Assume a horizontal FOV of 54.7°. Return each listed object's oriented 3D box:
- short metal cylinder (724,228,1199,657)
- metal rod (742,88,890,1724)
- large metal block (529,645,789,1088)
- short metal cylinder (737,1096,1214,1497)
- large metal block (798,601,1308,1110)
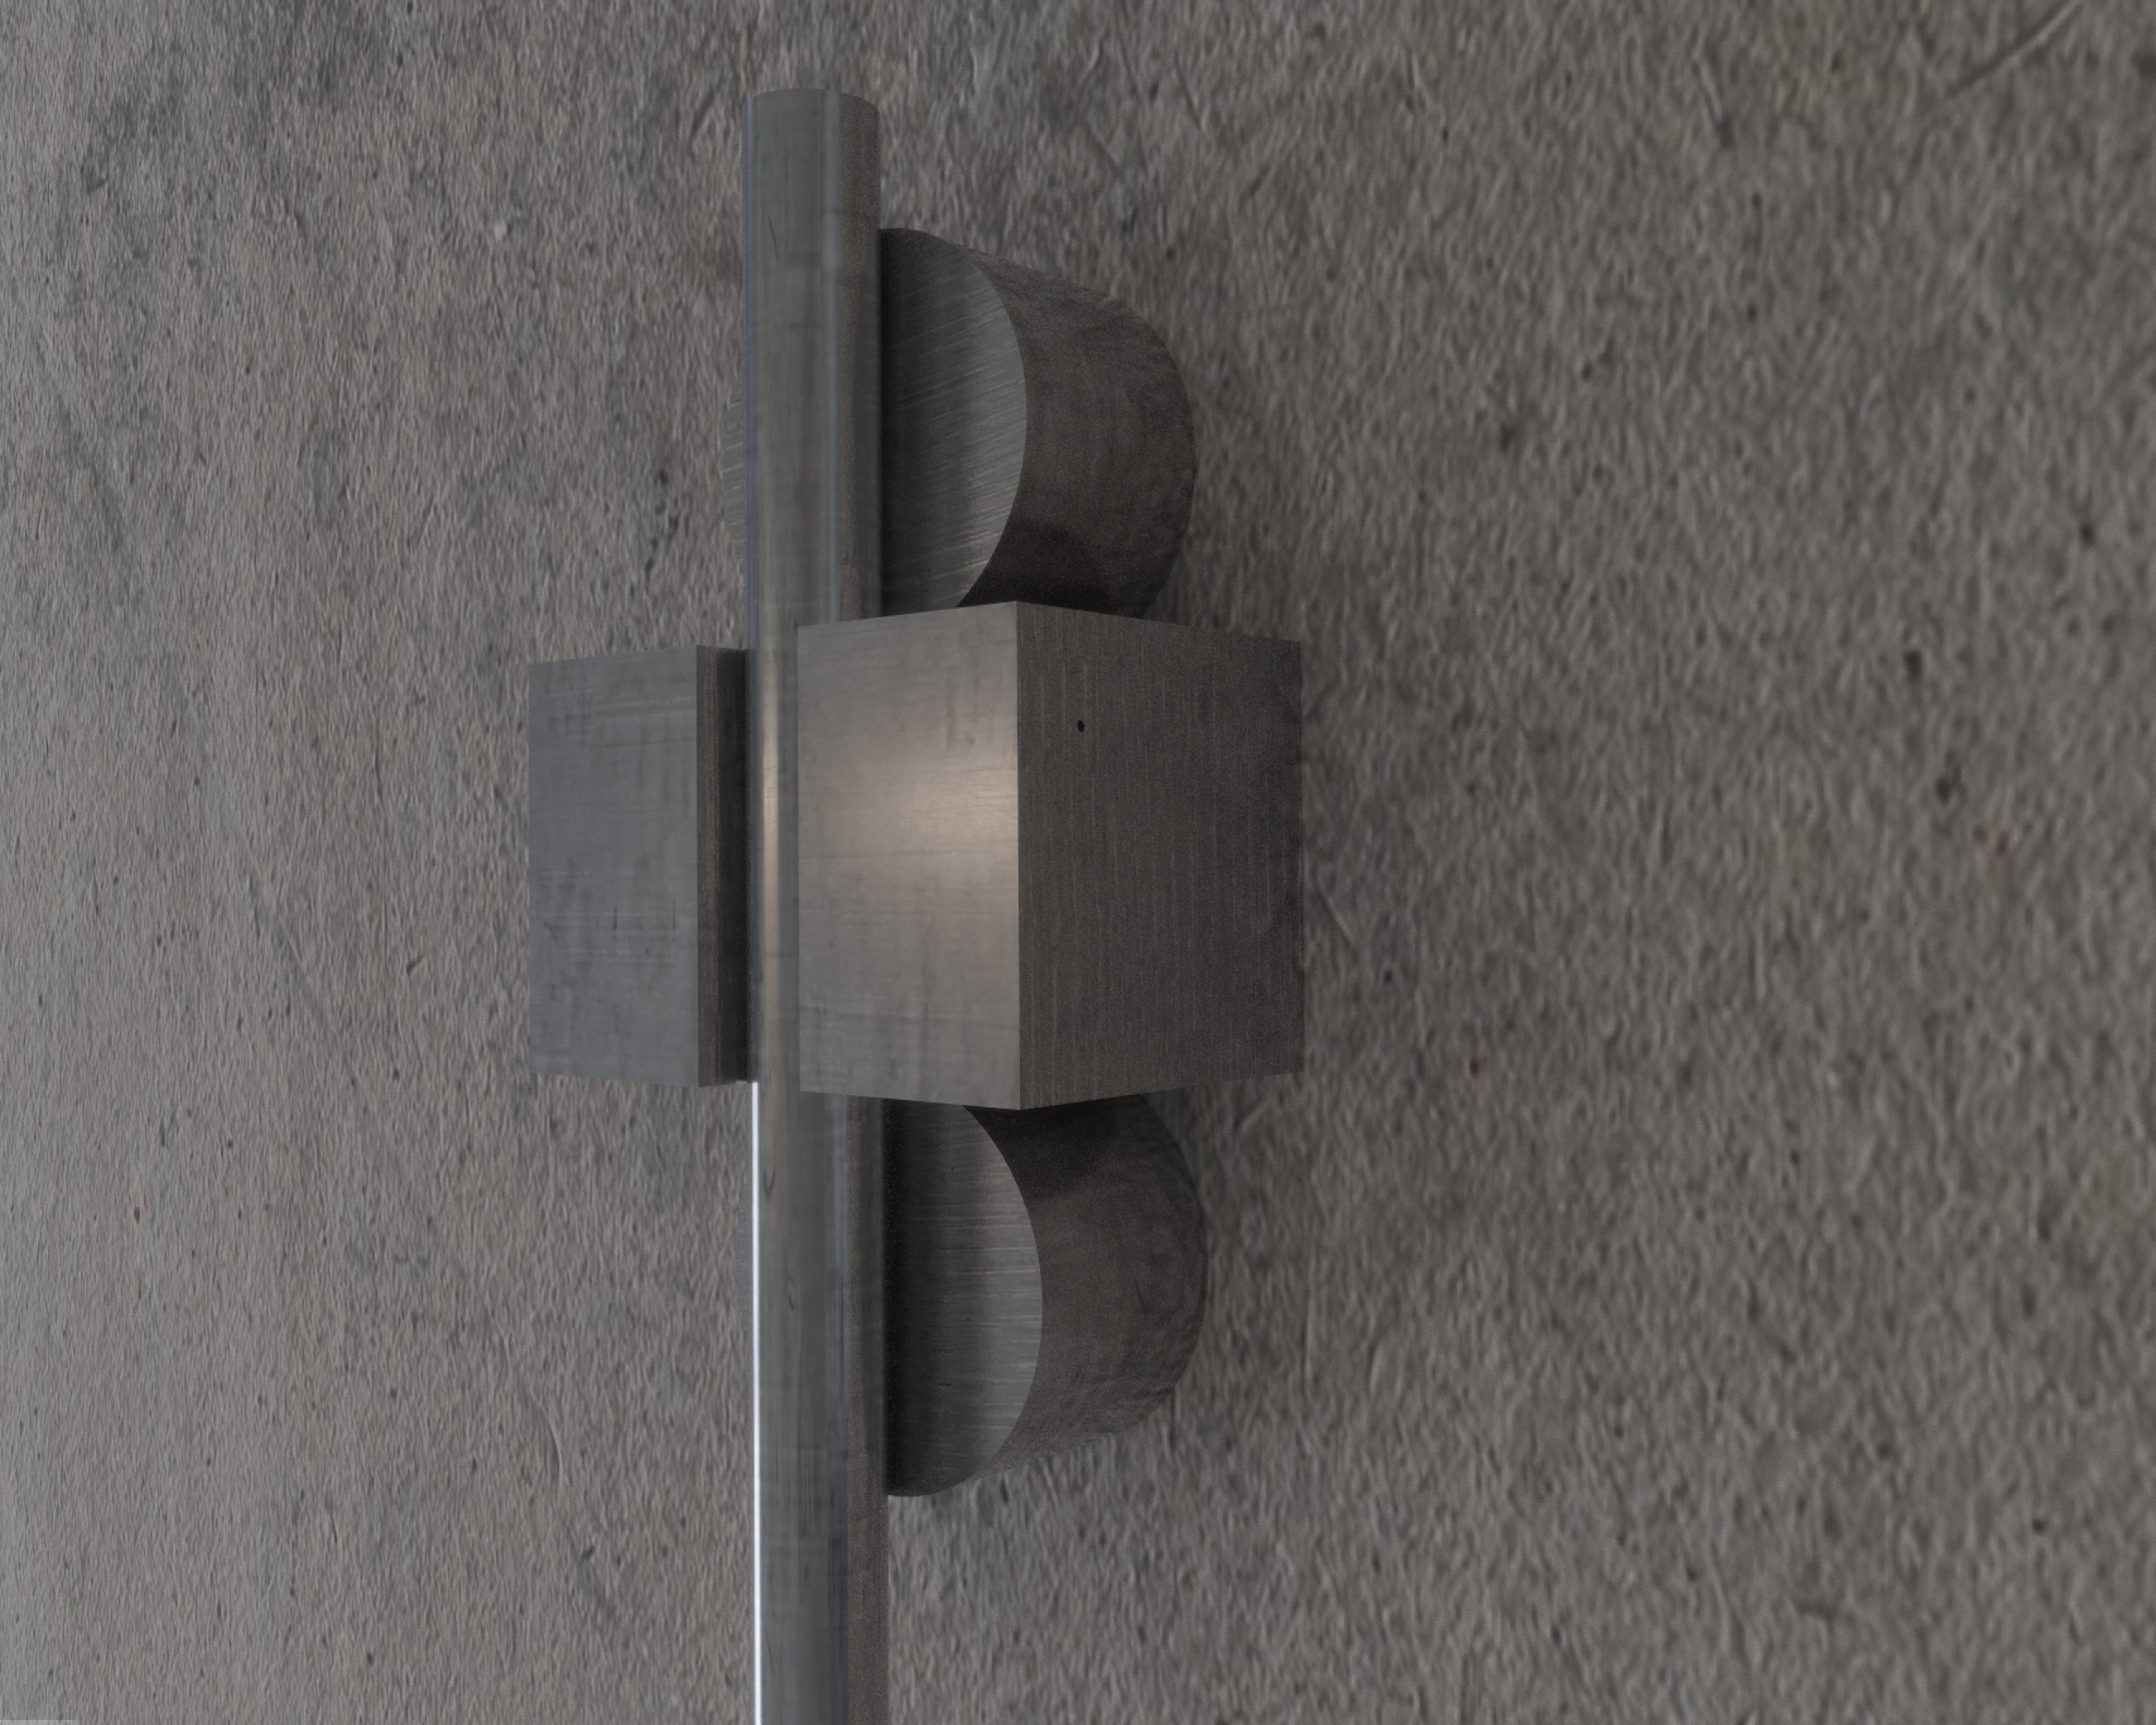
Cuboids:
[{"bbox_3d":[-0.024,-0.078,0.409,0.080,0.050,0.080,0,89,40],"label":"short metal cylinder"},{"bbox_3d":[-0.048,0.012,0.380,0.025,0.025,0.298,-1,89,40],"label":"metal rod"},{"bbox_3d":[-0.062,0.001,0.421,0.050,0.081,0.080,-1,89,40],"label":"large metal block"},{"bbox_3d":[-0.021,0.078,0.408,0.080,0.050,0.080,0,89,40],"label":"short metal cylinder"},{"bbox_3d":[-0.003,-0.001,0.373,0.050,0.081,0.080,-1,89,40],"label":"large metal block"}]
